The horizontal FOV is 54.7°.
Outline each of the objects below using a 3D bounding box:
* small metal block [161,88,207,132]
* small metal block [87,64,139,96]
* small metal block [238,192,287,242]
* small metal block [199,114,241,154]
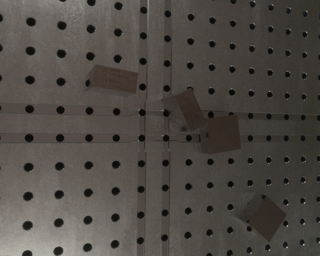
[{"bbox_3d":[0.030,-0.023,0.412,0.025,0.050,0.050,-27,99,-18],"label":"small metal block"},{"bbox_3d":[-0.059,-0.056,0.378,0.050,0.050,0.025,7,88,-20],"label":"small metal block"},{"bbox_3d":[0.157,0.136,0.473,0.050,0.025,0.050,43,76,-16],"label":"small metal block"},{"bbox_3d":[0.086,0.008,0.446,0.050,0.025,0.050,-8,93,-20],"label":"small metal block"}]
